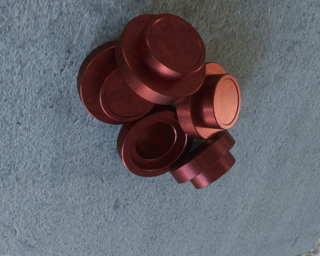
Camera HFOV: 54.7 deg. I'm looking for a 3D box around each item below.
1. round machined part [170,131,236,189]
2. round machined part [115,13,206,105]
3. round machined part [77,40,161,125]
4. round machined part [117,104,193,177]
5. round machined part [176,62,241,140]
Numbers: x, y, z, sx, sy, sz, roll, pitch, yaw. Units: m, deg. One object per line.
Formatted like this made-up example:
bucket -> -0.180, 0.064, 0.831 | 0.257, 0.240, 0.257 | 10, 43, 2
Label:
round machined part -> 0.065, 0.047, 0.428 | 0.098, 0.098, 0.042 | -37, 89, -4
round machined part -> 0.007, -0.077, 0.318 | 0.099, 0.098, 0.042 | 1, 160, -29
round machined part -> -0.040, -0.046, 0.350 | 0.099, 0.042, 0.097 | -14, 125, -21
round machined part -> -0.009, 0.012, 0.401 | 0.099, 0.042, 0.097 | -14, 125, -21
round machined part -> 0.067, -0.033, 0.387 | 0.099, 0.042, 0.097 | -8, 101, -49
